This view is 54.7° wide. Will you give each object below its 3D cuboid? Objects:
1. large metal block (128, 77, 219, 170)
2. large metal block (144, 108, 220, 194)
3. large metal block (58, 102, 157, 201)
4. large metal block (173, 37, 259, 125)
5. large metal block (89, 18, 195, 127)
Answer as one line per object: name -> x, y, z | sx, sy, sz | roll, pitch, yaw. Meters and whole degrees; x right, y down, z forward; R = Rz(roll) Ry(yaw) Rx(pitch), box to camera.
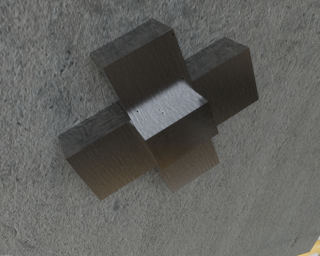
large metal block -> 0.010, -0.009, 0.374 | 0.080, 0.080, 0.050 | -32, 129, -8
large metal block -> 0.027, 0.030, 0.426 | 0.080, 0.050, 0.080 | -32, 129, -8
large metal block -> -0.062, 0.028, 0.376 | 0.080, 0.050, 0.080 | -32, 129, -8
large metal block -> 0.073, -0.057, 0.398 | 0.080, 0.050, 0.080 | -32, 129, -8
large metal block -> -0.018, -0.061, 0.345 | 0.080, 0.050, 0.080 | -32, 129, -8
